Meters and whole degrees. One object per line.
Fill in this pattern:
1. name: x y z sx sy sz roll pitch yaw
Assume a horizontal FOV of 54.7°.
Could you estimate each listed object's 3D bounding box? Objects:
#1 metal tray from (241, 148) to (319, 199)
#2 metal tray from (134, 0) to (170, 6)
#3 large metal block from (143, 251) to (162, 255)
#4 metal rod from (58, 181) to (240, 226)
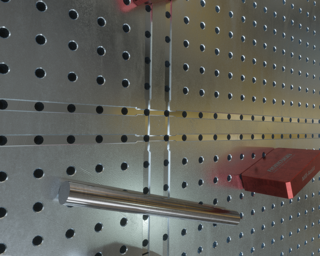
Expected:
1. metal tray: 0.219 0.075 0.550 0.131 0.090 0.030 -25 106 -37
2. metal tray: -0.009 -0.233 0.397 0.091 0.030 0.129 -28 108 -37
3. large metal block: -0.013 0.194 0.363 0.081 0.080 0.050 -5 93 -40
4. metal rod: 0.011 0.108 0.418 0.302 0.025 0.025 20 77 -38
